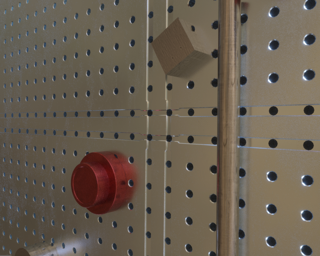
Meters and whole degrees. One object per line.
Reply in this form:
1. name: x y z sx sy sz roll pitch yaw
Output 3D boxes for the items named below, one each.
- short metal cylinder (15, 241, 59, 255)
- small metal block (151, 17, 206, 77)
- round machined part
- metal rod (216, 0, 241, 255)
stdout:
1. short metal cylinder: -0.233 0.260 0.586 0.080 0.050 0.080 0 90 40
2. small metal block: 0.022 -0.101 0.391 0.050 0.025 0.050 -36 68 34
3. round machined part: -0.101 0.086 0.482 0.098 0.042 0.097 0 90 40
4. metal rod: 0.077 0.006 0.346 0.025 0.025 0.298 1 91 40
